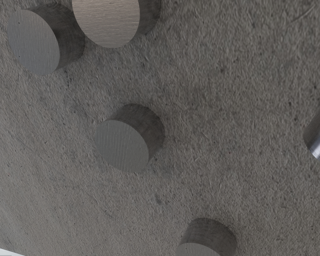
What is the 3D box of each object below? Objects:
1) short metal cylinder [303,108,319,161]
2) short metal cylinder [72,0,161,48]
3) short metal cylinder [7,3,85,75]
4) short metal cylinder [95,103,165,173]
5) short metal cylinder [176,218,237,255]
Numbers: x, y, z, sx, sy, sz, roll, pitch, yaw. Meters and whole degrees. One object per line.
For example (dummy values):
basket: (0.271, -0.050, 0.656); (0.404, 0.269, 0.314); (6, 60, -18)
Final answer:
short metal cylinder: (0.181, 0.005, 0.279); (0.080, 0.080, 0.050); (26, 128, 12)
short metal cylinder: (-0.046, -0.132, 0.333); (0.080, 0.050, 0.079); (13, 124, 21)
short metal cylinder: (-0.144, -0.114, 0.396); (0.080, 0.050, 0.079); (13, 124, 21)
short metal cylinder: (-0.040, 0.013, 0.420); (0.080, 0.050, 0.079); (13, 124, 21)
short metal cylinder: (0.070, 0.184, 0.467); (0.080, 0.050, 0.079); (13, 124, 21)
